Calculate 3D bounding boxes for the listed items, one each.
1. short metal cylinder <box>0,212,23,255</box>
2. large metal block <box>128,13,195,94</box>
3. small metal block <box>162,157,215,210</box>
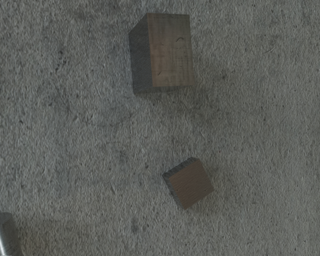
[{"bbox_3d":[-0.186,0.125,0.311,0.081,0.080,0.050,-14,95,-20],"label":"short metal cylinder"},{"bbox_3d":[-0.001,-0.086,0.379,0.050,0.080,0.079,-5,92,-20],"label":"large metal block"},{"bbox_3d":[0.038,0.075,0.423,0.050,0.025,0.050,-29,100,-18],"label":"small metal block"}]
